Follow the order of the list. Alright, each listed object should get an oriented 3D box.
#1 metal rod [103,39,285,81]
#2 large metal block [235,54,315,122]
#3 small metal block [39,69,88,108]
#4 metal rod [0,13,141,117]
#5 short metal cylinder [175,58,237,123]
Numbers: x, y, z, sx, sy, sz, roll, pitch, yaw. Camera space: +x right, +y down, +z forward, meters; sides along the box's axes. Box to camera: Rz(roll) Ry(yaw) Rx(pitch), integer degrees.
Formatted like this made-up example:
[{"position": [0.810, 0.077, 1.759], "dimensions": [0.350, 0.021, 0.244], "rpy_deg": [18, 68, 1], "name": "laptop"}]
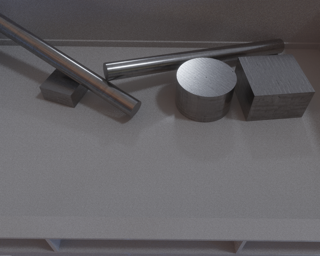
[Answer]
[{"position": [0.065, -0.107, 0.470], "dimensions": [0.303, 0.025, 0.025], "rpy_deg": [-13, 51, -21], "name": "metal rod"}, {"position": [0.156, -0.058, 0.440], "dimensions": [0.081, 0.050, 0.080], "rpy_deg": [-4, 50, -4], "name": "large metal block"}, {"position": [-0.137, -0.061, 0.455], "dimensions": [0.050, 0.025, 0.050], "rpy_deg": [16, 52, 13], "name": "small metal block"}, {"position": [-0.156, -0.105, 0.445], "dimensions": [0.301, 0.025, 0.025], "rpy_deg": [33, 57, 12], "name": "metal rod"}, {"position": [0.063, -0.054, 0.435], "dimensions": [0.081, 0.050, 0.080], "rpy_deg": [0, 50, 0], "name": "short metal cylinder"}]
